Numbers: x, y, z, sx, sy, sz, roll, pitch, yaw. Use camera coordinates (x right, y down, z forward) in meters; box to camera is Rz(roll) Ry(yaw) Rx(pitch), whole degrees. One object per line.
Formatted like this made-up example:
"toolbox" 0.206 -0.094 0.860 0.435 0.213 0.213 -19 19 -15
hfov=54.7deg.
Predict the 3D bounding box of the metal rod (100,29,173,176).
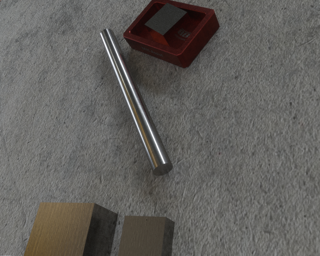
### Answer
"metal rod" -0.045 -0.058 0.461 0.025 0.025 0.300 -31 52 8

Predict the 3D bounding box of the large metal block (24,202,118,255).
"large metal block" -0.103 0.133 0.359 0.080 0.050 0.080 -6 59 25

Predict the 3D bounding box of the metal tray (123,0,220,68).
"metal tray" 0.015 -0.153 0.485 0.130 0.030 0.090 30 78 37

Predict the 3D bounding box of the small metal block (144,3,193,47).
"small metal block" 0.013 -0.160 0.477 0.050 0.025 0.050 -45 51 -3

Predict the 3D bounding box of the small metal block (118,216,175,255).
"small metal block" -0.015 0.124 0.335 0.050 0.025 0.050 -6 59 25
